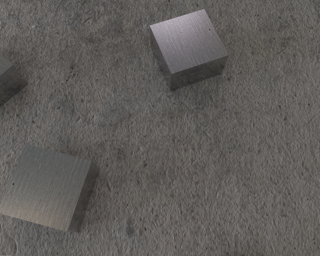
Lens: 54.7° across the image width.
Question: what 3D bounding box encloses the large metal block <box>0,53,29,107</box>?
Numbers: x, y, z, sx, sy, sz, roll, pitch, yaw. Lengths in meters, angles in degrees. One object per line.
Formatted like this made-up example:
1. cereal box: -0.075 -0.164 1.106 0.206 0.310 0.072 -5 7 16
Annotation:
1. large metal block: -0.245 -0.069 0.418 0.080 0.050 0.080 40 75 13

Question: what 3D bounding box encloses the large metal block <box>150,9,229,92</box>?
1. large metal block: 0.038 -0.108 0.435 0.080 0.050 0.080 -20 71 -7

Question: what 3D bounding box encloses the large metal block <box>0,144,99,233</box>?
1. large metal block: -0.127 0.073 0.367 0.080 0.050 0.080 14 71 5
